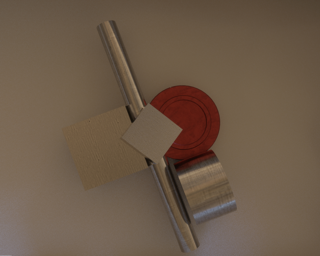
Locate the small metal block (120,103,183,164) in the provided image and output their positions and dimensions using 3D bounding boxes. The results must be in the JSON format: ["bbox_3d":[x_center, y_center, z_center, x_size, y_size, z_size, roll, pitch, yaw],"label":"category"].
[{"bbox_3d":[-0.011,0.007,0.361,0.050,0.025,0.050,38,78,-7],"label":"small metal block"}]

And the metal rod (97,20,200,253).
[{"bbox_3d":[-0.015,0.011,0.389,0.025,0.025,0.299,-21,90,0],"label":"metal rod"}]

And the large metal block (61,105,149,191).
[{"bbox_3d":[-0.066,0.024,0.394,0.080,0.050,0.080,-20,90,-1],"label":"large metal block"}]

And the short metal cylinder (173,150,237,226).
[{"bbox_3d":[0.054,0.073,0.383,0.050,0.080,0.080,-21,90,0],"label":"short metal cylinder"}]

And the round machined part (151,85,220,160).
[{"bbox_3d":[0.029,-0.007,0.401,0.099,0.042,0.097,0,90,-1],"label":"round machined part"}]
